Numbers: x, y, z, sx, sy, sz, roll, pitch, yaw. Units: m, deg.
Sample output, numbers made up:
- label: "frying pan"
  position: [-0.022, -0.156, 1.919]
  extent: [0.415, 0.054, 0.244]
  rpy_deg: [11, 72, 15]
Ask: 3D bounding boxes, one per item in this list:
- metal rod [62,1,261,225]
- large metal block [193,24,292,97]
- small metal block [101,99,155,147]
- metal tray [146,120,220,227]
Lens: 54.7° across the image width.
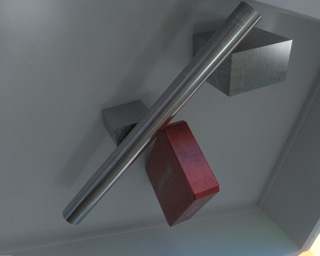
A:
- label: "metal rod"
  position: [-0.009, -0.003, 0.331]
  extent: [0.025, 0.025, 0.299]
  rpy_deg: [29, 109, -38]
- label: "large metal block"
  position: [0.095, -0.085, 0.374]
  extent: [0.081, 0.080, 0.050]
  rpy_deg: [-17, 125, -19]
- label: "small metal block"
  position: [-0.037, -0.007, 0.370]
  extent: [0.050, 0.050, 0.025]
  rpy_deg: [-17, 125, -19]
- label: "metal tray"
  position: [0.020, 0.061, 0.383]
  extent: [0.030, 0.090, 0.129]
  rpy_deg: [-16, 155, -20]
